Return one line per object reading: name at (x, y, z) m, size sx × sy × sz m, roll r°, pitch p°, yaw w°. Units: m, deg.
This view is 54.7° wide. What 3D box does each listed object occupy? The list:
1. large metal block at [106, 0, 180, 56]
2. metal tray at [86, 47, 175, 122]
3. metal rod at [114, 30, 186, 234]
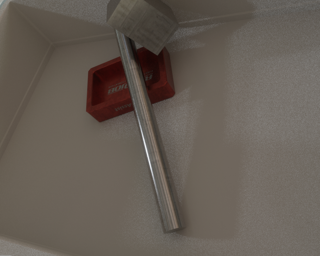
large metal block at (-0.026, -0.157, 0.430) m, size 0.050 × 0.080 × 0.080 m, roll -50°, pitch 29°, yaw 26°
metal tray at (-0.047, -0.070, 0.468) m, size 0.130 × 0.030 × 0.090 m, roll -18°, pitch 55°, yaw 17°
metal rod at (-0.020, -0.020, 0.396) m, size 0.025 × 0.025 × 0.299 m, roll -23°, pitch 63°, yaw 14°
